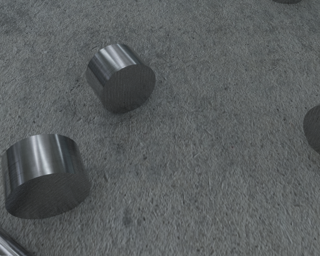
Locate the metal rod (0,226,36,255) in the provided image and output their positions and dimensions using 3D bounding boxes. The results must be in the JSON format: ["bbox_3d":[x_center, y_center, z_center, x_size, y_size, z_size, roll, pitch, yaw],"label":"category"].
[{"bbox_3d":[-0.158,0.115,0.305,0.300,0.025,0.025,27,55,21],"label":"metal rod"}]

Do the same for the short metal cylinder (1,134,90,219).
[{"bbox_3d":[-0.119,0.052,0.323,0.081,0.080,0.050,-17,52,-14],"label":"short metal cylinder"}]

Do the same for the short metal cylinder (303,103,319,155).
[{"bbox_3d":[0.224,-0.002,0.371,0.050,0.080,0.080,-29,56,-22],"label":"short metal cylinder"}]

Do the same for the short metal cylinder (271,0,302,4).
[{"bbox_3d":[0.264,-0.301,0.641,0.081,0.050,0.080,0,50,0],"label":"short metal cylinder"}]

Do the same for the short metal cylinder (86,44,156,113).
[{"bbox_3d":[-0.053,-0.066,0.423,0.081,0.080,0.050,-25,55,-20],"label":"short metal cylinder"}]
